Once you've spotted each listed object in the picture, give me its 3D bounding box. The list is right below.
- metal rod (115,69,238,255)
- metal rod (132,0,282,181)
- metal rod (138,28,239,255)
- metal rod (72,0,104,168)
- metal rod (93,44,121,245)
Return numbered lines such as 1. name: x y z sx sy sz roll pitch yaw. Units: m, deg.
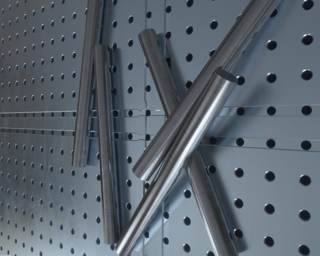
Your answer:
1. metal rod: 0.006 0.063 0.375 0.025 0.025 0.298 47 126 29
2. metal rod: 0.058 -0.060 0.338 0.025 0.025 0.299 46 110 30
3. metal rod: 0.029 0.009 0.383 0.025 0.025 0.299 -30 72 36
4. metal rod: -0.116 -0.084 0.502 0.025 0.025 0.298 12 98 39
5. metal rod: -0.081 0.022 0.473 0.025 0.025 0.298 -6 86 39
